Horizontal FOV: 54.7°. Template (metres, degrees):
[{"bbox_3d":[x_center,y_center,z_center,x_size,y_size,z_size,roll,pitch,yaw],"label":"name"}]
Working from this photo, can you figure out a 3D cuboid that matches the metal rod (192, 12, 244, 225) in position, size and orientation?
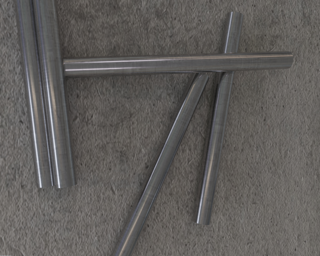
[{"bbox_3d":[0.083,-0.016,0.439,0.025,0.025,0.298,11,86,-20],"label":"metal rod"}]

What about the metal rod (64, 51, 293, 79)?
[{"bbox_3d":[0.033,-0.084,0.402,0.302,0.025,0.025,-5,92,-13],"label":"metal rod"}]

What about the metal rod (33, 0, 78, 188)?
[{"bbox_3d":[-0.121,-0.083,0.345,0.025,0.025,0.298,-7,92,-20],"label":"metal rod"}]

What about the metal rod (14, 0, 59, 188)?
[{"bbox_3d":[-0.146,-0.082,0.354,0.025,0.025,0.298,-7,92,-20],"label":"metal rod"}]

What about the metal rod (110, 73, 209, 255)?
[{"bbox_3d":[-0.004,0.062,0.407,0.025,0.025,0.299,27,81,-18],"label":"metal rod"}]
